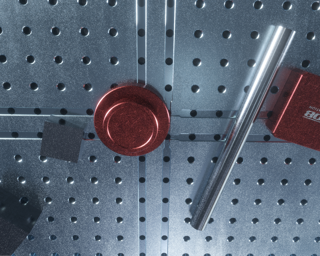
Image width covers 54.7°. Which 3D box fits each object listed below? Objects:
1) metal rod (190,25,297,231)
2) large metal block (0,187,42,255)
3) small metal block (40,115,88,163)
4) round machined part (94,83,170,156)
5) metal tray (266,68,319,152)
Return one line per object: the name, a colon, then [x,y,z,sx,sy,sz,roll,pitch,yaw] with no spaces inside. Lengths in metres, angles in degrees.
metal rod: [0.104,0.014,0.420,0.025,0.025,0.298,17,109,-7]
large metal block: [-0.236,0.142,0.449,0.080,0.050,0.080,37,106,-13]
small metal block: [-0.129,0.015,0.417,0.050,0.025,0.050,14,110,-6]
round machined part: [-0.036,-0.007,0.401,0.099,0.042,0.097,0,110,-1]
metal tray: [0.221,-0.015,0.408,0.131,0.030,0.089,17,109,-7]
